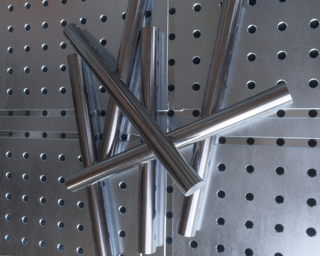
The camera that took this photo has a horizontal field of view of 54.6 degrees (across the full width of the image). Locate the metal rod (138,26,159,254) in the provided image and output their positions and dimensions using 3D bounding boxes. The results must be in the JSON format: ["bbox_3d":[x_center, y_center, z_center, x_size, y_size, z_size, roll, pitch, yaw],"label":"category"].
[{"bbox_3d":[-0.016,0.016,0.418,0.025,0.025,0.298,1,90,20],"label":"metal rod"}]

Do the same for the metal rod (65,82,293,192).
[{"bbox_3d":[0.008,0.019,0.382,0.300,0.025,0.025,-24,82,18],"label":"metal rod"}]

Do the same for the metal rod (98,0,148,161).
[{"bbox_3d":[-0.046,-0.095,0.429,0.025,0.025,0.298,13,94,19],"label":"metal rod"}]

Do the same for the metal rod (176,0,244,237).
[{"bbox_3d":[0.062,-0.011,0.390,0.025,0.025,0.298,12,94,19],"label":"metal rod"}]

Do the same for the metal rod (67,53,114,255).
[{"bbox_3d":[-0.101,0.041,0.448,0.025,0.025,0.299,-10,87,20],"label":"metal rod"}]

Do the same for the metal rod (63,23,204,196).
[{"bbox_3d":[-0.048,-0.040,0.394,0.025,0.025,0.300,-46,63,14],"label":"metal rod"}]
